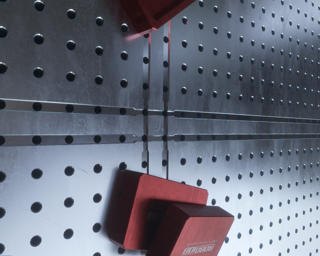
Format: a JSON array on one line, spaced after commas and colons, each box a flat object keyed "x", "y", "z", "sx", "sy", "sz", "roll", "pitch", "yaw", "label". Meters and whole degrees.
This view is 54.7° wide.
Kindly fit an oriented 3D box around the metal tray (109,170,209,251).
[{"x": 0.005, "y": 0.114, "z": 0.412, "sx": 0.131, "sy": 0.030, "sz": 0.090, "roll": 22, "pitch": 76, "yaw": -38, "label": "metal tray"}]

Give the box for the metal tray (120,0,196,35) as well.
[{"x": 0.002, "y": -0.194, "z": 0.408, "sx": 0.131, "sy": 0.030, "sz": 0.090, "roll": -46, "pitch": 118, "yaw": -30, "label": "metal tray"}]

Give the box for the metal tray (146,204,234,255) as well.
[{"x": 0.042, "y": 0.150, "z": 0.411, "sx": 0.131, "sy": 0.030, "sz": 0.090, "roll": 20, "pitch": 95, "yaw": -50, "label": "metal tray"}]
